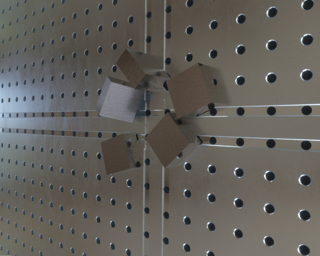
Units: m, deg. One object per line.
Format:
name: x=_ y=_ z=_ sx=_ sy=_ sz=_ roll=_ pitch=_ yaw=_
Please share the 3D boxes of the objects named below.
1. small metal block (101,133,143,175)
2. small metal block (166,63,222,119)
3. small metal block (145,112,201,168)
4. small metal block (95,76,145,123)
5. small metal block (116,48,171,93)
small metal block: x=-0.057 y=0.039 z=0.454 sx=0.050 sy=0.025 sz=0.050 roll=-21 pitch=77 yaw=38
small metal block: x=0.040 y=-0.043 z=0.375 sx=0.050 sy=0.025 sz=0.050 roll=-26 pitch=74 yaw=36
small metal block: x=0.016 y=0.015 z=0.395 sx=0.050 sy=0.025 sz=0.050 roll=-49 pitch=62 yaw=28
small metal block: x=-0.056 y=-0.040 z=0.434 sx=0.050 sy=0.050 sz=0.025 roll=-66 pitch=32 yaw=18
small metal block: x=-0.021 y=-0.075 z=0.409 sx=0.025 sy=0.050 sz=0.050 roll=-50 pitch=61 yaw=28
